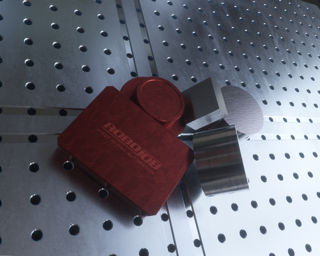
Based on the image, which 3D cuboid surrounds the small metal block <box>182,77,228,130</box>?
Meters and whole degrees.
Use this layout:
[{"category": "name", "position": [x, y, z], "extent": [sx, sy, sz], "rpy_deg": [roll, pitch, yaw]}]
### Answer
[{"category": "small metal block", "position": [0.057, -0.032, 0.414], "extent": [0.025, 0.050, 0.050], "rpy_deg": [27, 45, -48]}]

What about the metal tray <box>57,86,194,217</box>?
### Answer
[{"category": "metal tray", "position": [-0.036, 0.026, 0.350], "extent": [0.130, 0.030, 0.090], "rpy_deg": [39, 66, -3]}]

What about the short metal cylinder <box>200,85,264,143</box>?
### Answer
[{"category": "short metal cylinder", "position": [0.102, -0.015, 0.452], "extent": [0.081, 0.050, 0.080], "rpy_deg": [14, 56, -21]}]

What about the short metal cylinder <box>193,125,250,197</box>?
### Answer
[{"category": "short metal cylinder", "position": [0.075, 0.040, 0.376], "extent": [0.050, 0.080, 0.080], "rpy_deg": [-13, 60, 14]}]

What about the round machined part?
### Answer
[{"category": "round machined part", "position": [-0.007, -0.028, 0.406], "extent": [0.099, 0.042, 0.098], "rpy_deg": [14, 56, -21]}]
